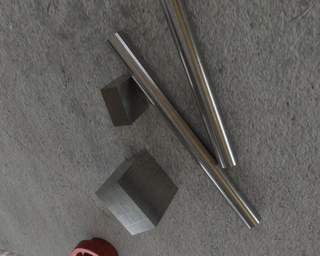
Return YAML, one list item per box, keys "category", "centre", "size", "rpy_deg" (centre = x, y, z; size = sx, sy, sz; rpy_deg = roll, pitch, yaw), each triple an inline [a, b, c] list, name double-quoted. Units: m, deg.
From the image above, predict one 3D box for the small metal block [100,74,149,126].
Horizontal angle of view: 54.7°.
- category: "small metal block"
  centre: [-0.043, -0.036, 0.389]
  size: [0.025, 0.050, 0.050]
  rpy_deg: [-4, 117, 29]

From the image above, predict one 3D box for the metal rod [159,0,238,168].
- category: "metal rod"
  centre: [0.031, -0.086, 0.335]
  size: [0.025, 0.025, 0.299]
  rpy_deg: [-10, 114, 32]

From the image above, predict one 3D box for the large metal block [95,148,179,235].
- category: "large metal block"
  centre: [-0.030, 0.089, 0.441]
  size: [0.050, 0.080, 0.080]
  rpy_deg: [-32, 101, 38]

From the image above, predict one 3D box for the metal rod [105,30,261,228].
- category: "metal rod"
  centre: [0.035, 0.009, 0.392]
  size: [0.025, 0.025, 0.300]
  rpy_deg: [-30, 102, 37]

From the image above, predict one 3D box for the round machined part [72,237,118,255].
- category: "round machined part"
  centre: [-0.123, 0.259, 0.618]
  size: [0.098, 0.042, 0.097]
  rpy_deg: [13, 124, 20]
